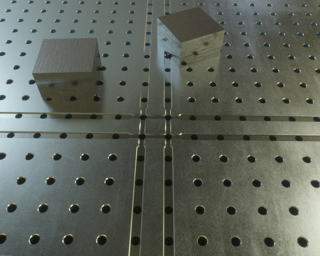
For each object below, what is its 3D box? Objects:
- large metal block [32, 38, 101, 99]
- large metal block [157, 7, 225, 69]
[{"bbox_3d":[-0.135,-0.090,0.465,0.081,0.050,0.080,-2,50,-2],"label":"large metal block"},{"bbox_3d":[0.050,-0.154,0.521,0.081,0.050,0.080,-21,53,-17],"label":"large metal block"}]
